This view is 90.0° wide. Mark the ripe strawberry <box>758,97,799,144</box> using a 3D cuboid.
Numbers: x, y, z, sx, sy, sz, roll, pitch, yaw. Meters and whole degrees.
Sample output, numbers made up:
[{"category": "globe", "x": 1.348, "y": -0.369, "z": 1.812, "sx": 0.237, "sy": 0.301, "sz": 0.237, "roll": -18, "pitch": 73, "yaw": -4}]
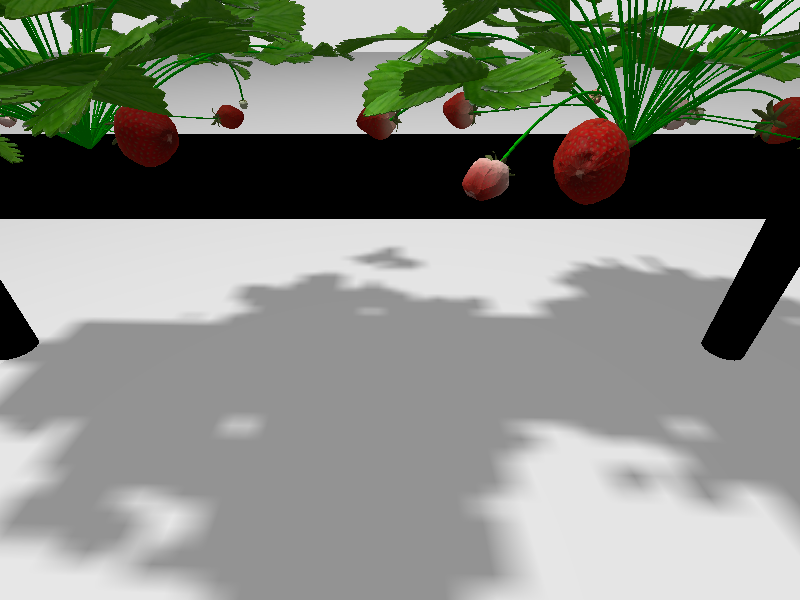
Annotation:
[{"category": "ripe strawberry", "x": 0.329, "y": -0.151, "z": 0.338, "sx": 0.036, "sy": 0.037, "sz": 0.033, "roll": -3, "pitch": 33, "yaw": -6}]

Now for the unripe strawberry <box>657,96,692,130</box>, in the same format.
[{"category": "unripe strawberry", "x": 0.277, "y": -0.189, "z": 0.404, "sx": 0.029, "sy": 0.031, "sz": 0.032, "roll": 27, "pitch": 41, "yaw": 35}]

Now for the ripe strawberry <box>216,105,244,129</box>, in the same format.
[{"category": "ripe strawberry", "x": -0.169, "y": -0.183, "z": 0.400, "sx": 0.026, "sy": 0.022, "sz": 0.026, "roll": -26, "pitch": 41, "yaw": -35}]

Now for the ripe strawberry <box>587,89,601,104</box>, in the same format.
[{"category": "ripe strawberry", "x": 0.261, "y": -0.272, "z": 0.539, "sx": 0.017, "sy": 0.020, "sz": 0.019, "roll": 9, "pitch": 11, "yaw": 13}]

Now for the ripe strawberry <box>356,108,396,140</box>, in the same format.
[{"category": "ripe strawberry", "x": -0.022, "y": -0.163, "z": 0.362, "sx": 0.035, "sy": 0.034, "sz": 0.032, "roll": 3, "pitch": 33, "yaw": 11}]

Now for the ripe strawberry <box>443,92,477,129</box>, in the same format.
[{"category": "ripe strawberry", "x": 0.060, "y": -0.194, "z": 0.410, "sx": 0.035, "sy": 0.035, "sz": 0.033, "roll": 22, "pitch": 39, "yaw": 31}]

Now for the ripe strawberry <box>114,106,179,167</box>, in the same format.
[{"category": "ripe strawberry", "x": -0.177, "y": -0.117, "z": 0.286, "sx": 0.043, "sy": 0.043, "sz": 0.040, "roll": 18, "pitch": 37, "yaw": 24}]

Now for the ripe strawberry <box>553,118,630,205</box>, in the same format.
[{"category": "ripe strawberry", "x": 0.100, "y": -0.072, "z": 0.212, "sx": 0.038, "sy": 0.043, "sz": 0.041, "roll": 20, "pitch": 39, "yaw": 28}]

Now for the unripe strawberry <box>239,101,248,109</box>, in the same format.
[{"category": "unripe strawberry", "x": -0.195, "y": -0.243, "z": 0.498, "sx": 0.011, "sy": 0.010, "sz": 0.010, "roll": 10, "pitch": 35, "yaw": 15}]

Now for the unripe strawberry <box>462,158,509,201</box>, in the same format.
[{"category": "unripe strawberry", "x": 0.046, "y": -0.065, "z": 0.220, "sx": 0.026, "sy": 0.023, "sz": 0.023, "roll": 31, "pitch": -19, "yaw": 38}]

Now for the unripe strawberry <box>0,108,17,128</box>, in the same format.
[{"category": "unripe strawberry", "x": -0.402, "y": -0.185, "z": 0.409, "sx": 0.017, "sy": 0.018, "sz": 0.016, "roll": -10, "pitch": 21, "yaw": 42}]

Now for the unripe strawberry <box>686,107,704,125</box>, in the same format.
[{"category": "unripe strawberry", "x": 0.313, "y": -0.195, "z": 0.427, "sx": 0.017, "sy": 0.018, "sz": 0.018, "roll": 31, "pitch": -6, "yaw": 38}]
